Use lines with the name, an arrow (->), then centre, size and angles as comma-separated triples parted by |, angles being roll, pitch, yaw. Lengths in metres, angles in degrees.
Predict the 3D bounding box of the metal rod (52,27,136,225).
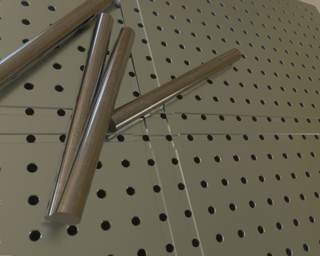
metal rod -> -0.066, -0.032, 0.371 | 0.025, 0.025, 0.300 | 22, 47, -15

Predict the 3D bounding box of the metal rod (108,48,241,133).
metal rod -> 0.037, -0.069, 0.472 | 0.302, 0.025, 0.025 | -33, 80, -38

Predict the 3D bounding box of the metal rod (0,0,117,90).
metal rod -> -0.134, -0.129, 0.415 | 0.025, 0.025, 0.301 | 36, 51, -5

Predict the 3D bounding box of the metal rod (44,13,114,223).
metal rod -> -0.090, -0.037, 0.382 | 0.025, 0.025, 0.300 | 17, 55, -19
